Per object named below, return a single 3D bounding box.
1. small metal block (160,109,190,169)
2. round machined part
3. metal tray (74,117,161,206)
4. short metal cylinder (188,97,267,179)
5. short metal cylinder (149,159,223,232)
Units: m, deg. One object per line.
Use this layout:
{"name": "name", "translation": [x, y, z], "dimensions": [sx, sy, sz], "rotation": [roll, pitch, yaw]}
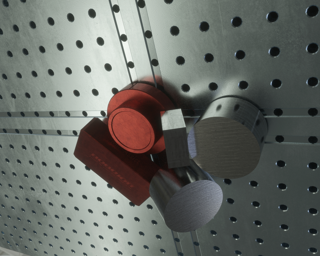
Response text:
{"name": "small metal block", "translation": [0.018, 0.011, 0.364], "dimensions": [0.025, 0.050, 0.050], "rotation": [-8, 117, 1]}
{"name": "round machined part", "translation": [-0.028, -0.006, 0.406], "dimensions": [0.098, 0.042, 0.097], "rotation": [13, 124, 21]}
{"name": "metal tray", "translation": [-0.062, 0.053, 0.453], "dimensions": [0.130, 0.030, 0.090], "rotation": [38, 144, 1]}
{"name": "short metal cylinder", "translation": [0.078, 0.011, 0.356], "dimensions": [0.080, 0.050, 0.079], "rotation": [13, 124, 21]}
{"name": "short metal cylinder", "translation": [0.033, 0.086, 0.398], "dimensions": [0.050, 0.081, 0.079], "rotation": [-131, 31, -55]}
